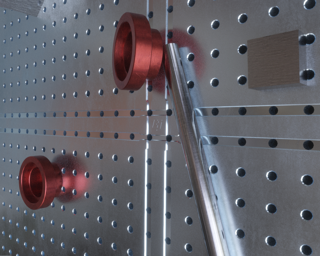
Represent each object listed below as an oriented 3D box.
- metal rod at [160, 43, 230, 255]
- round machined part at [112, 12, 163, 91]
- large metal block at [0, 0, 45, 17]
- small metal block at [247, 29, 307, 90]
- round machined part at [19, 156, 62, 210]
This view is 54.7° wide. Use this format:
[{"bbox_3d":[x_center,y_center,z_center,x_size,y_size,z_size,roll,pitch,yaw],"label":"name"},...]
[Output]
[{"bbox_3d":[0.044,0.040,0.373,0.025,0.025,0.299,-21,77,38],"label":"metal rod"},{"bbox_3d":[-0.029,-0.098,0.406,0.098,0.042,0.097,-179,90,-65],"label":"round machined part"},{"bbox_3d":[-0.269,-0.272,0.595,0.080,0.081,0.050,-51,60,28],"label":"large metal block"},{"bbox_3d":[0.118,-0.066,0.312,0.050,0.025,0.050,-2,89,40],"label":"small metal block"},{"bbox_3d":[-0.221,0.100,0.581,0.098,0.042,0.097,0,90,40],"label":"round machined part"}]
